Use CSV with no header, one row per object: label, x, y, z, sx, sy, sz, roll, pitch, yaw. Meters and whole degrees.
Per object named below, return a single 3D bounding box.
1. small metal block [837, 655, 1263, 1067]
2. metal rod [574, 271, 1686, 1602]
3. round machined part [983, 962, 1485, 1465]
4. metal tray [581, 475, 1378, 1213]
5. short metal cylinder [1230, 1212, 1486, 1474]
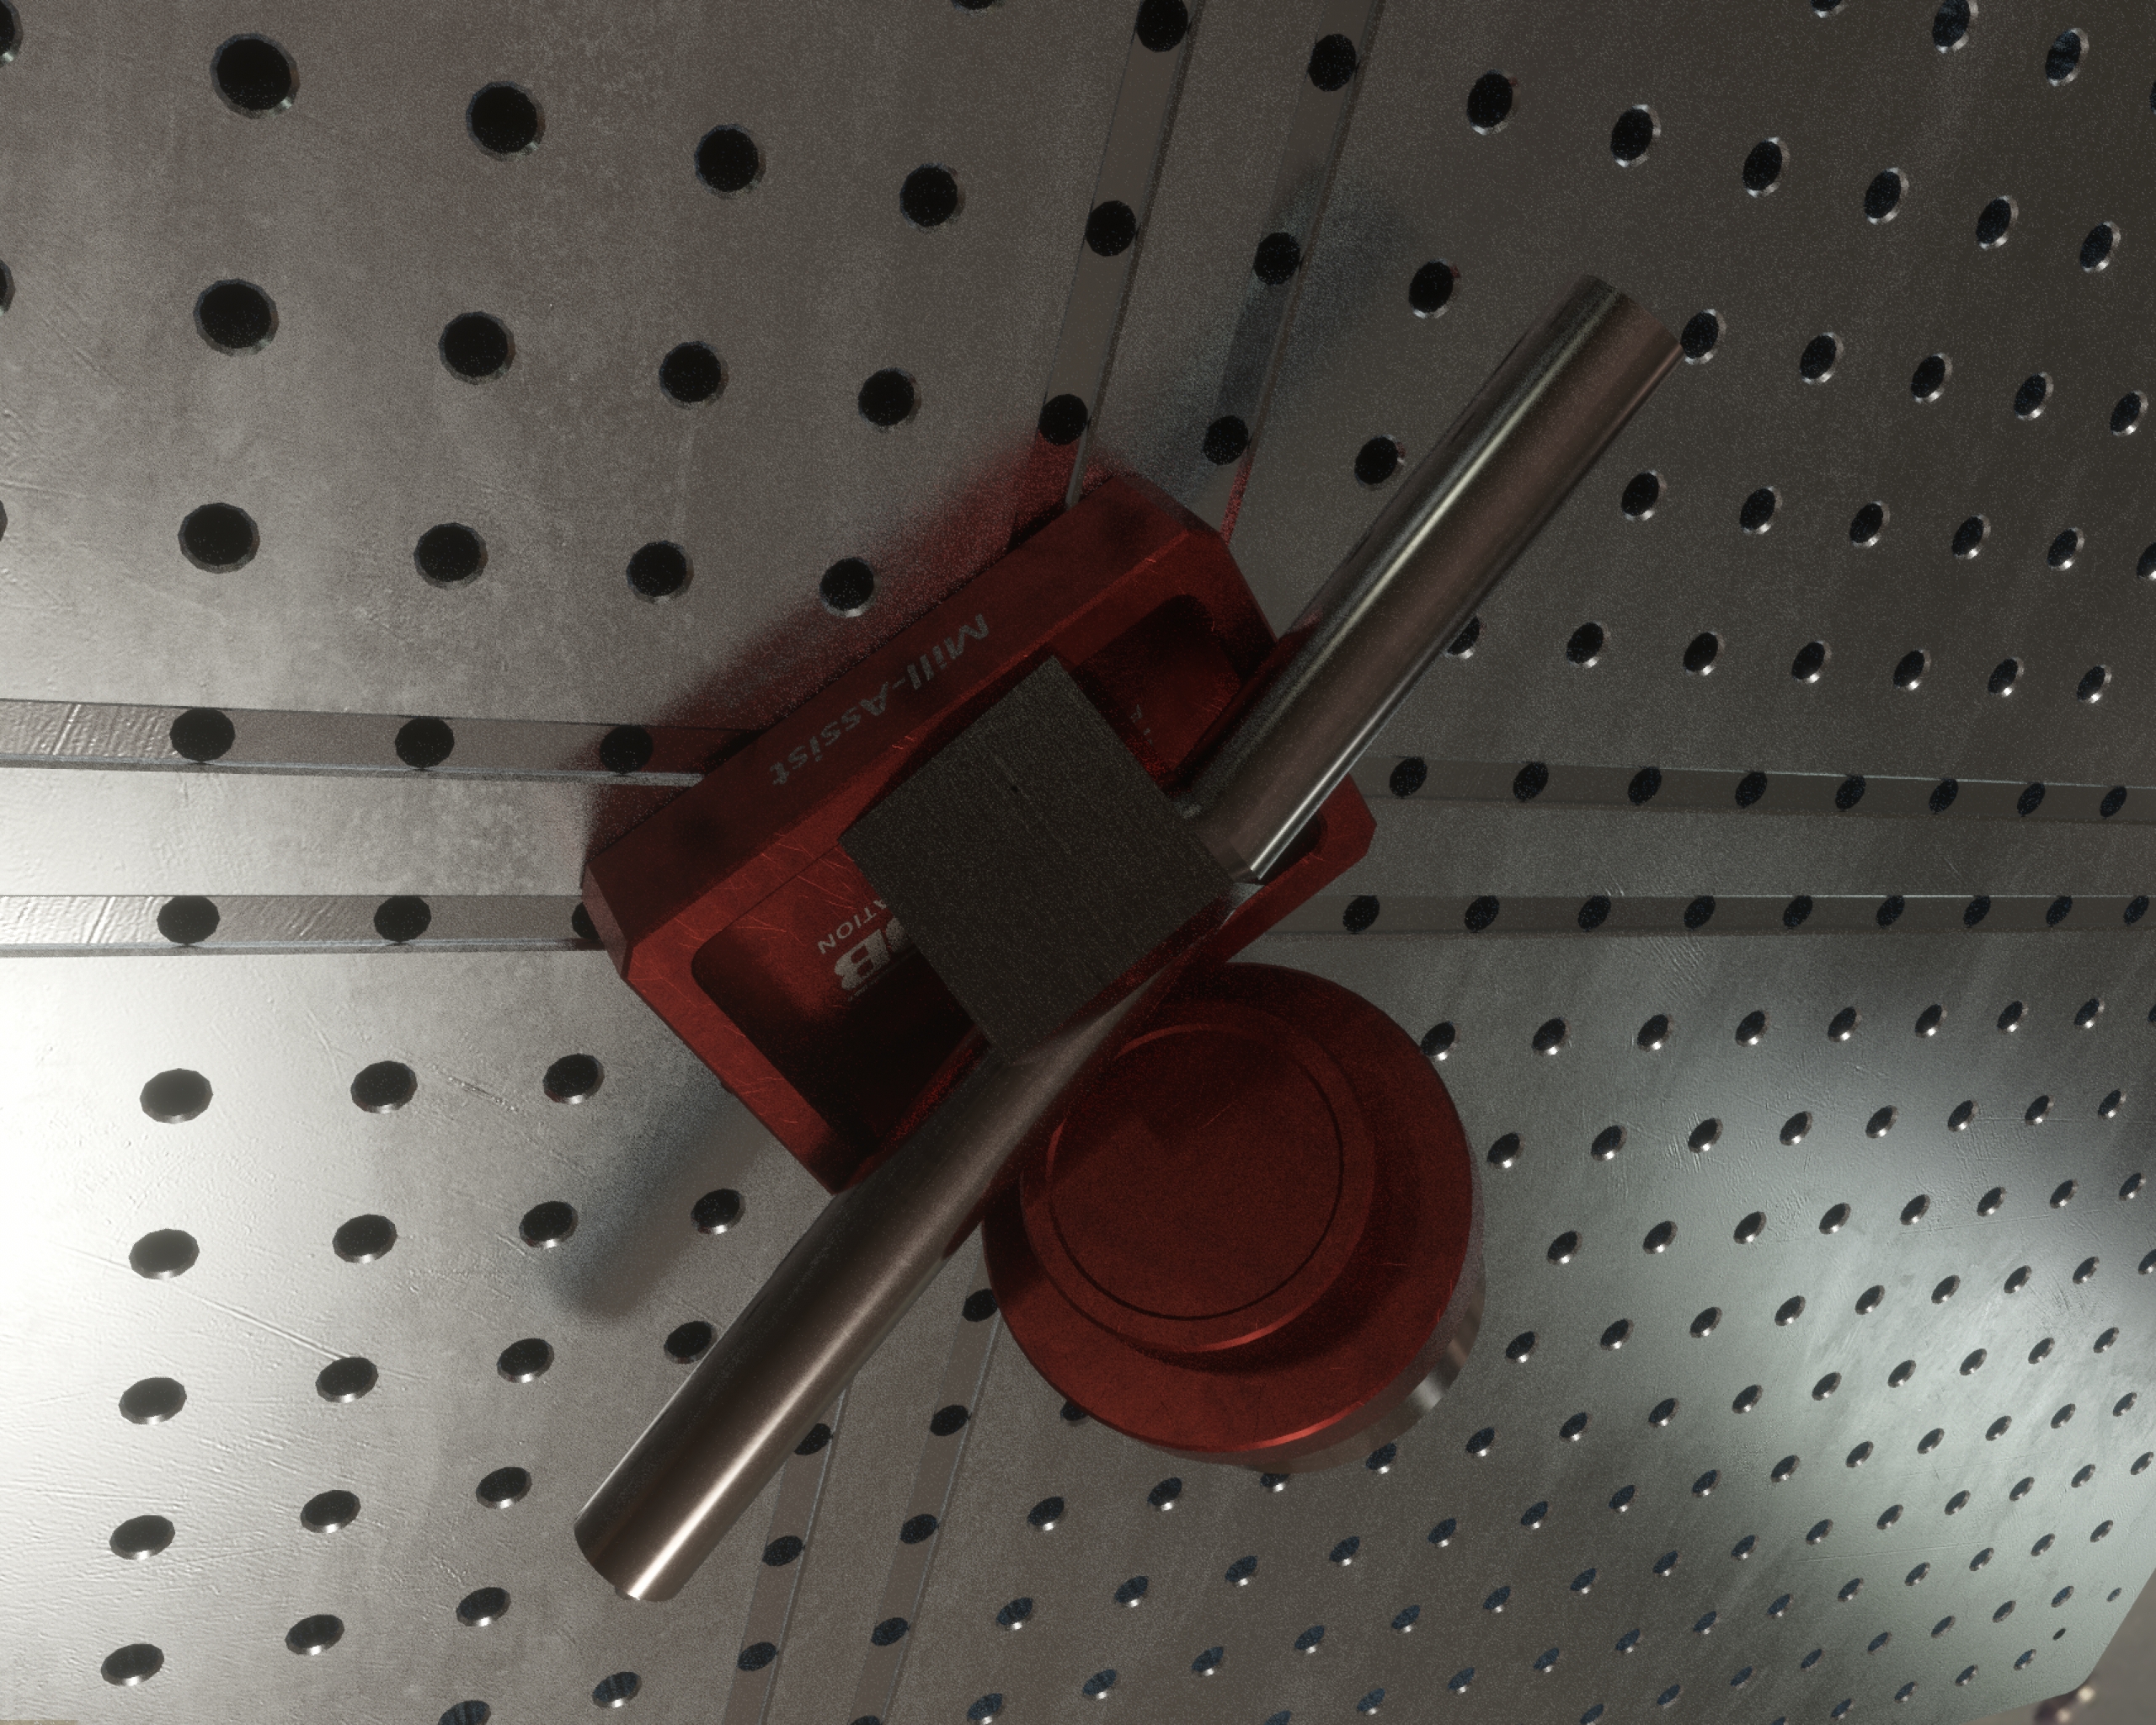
small metal block,-0.005,0.000,0.366,0.050,0.050,0.025,-40,168,11
metal rod,0.004,0.020,0.388,0.025,0.025,0.299,32,100,-39
round machined part,0.027,0.065,0.407,0.098,0.098,0.042,-39,152,-2
metal tray,-0.015,-0.001,0.400,0.130,0.030,0.090,-37,130,-4
short metal cylinder,0.041,0.083,0.450,0.080,0.080,0.050,-37,130,-4
